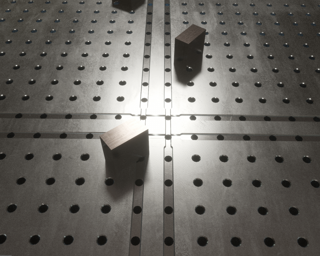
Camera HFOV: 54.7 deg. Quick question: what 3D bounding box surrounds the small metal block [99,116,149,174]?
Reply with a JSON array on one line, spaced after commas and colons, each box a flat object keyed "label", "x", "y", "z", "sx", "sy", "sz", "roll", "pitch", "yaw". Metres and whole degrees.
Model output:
[{"label": "small metal block", "x": -0.041, "y": 0.021, "z": 0.373, "sx": 0.050, "sy": 0.050, "sz": 0.025, "roll": -30, "pitch": 57, "yaw": -23}]

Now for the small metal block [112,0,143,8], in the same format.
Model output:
[{"label": "small metal block", "x": -0.065, "y": -0.278, "z": 0.640, "sx": 0.050, "sy": 0.025, "sz": 0.050, "roll": 26, "pitch": 54, "yaw": 20}]

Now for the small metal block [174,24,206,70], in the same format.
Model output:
[{"label": "small metal block", "x": 0.048, "y": -0.132, "z": 0.503, "sx": 0.025, "sy": 0.050, "sz": 0.050, "roll": 31, "pitch": 56, "yaw": 23}]
